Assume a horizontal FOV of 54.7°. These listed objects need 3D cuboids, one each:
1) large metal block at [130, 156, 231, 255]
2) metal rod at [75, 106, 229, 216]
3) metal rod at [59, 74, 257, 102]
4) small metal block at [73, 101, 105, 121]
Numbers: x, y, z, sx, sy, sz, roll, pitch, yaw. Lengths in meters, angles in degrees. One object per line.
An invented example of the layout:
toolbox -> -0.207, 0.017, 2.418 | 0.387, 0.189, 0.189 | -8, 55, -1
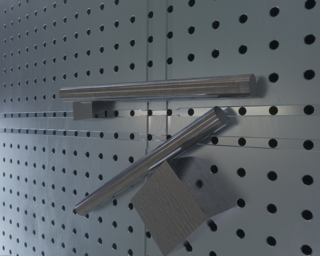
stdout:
large metal block -> 0.022, 0.092, 0.375 | 0.080, 0.050, 0.080 | -52, 60, 27
metal rod -> -0.030, 0.060, 0.434 | 0.299, 0.025, 0.025 | -37, 68, 34
metal rod -> -0.026, -0.049, 0.412 | 0.300, 0.025, 0.025 | 2, 91, 34
small metal block -> -0.117, -0.038, 0.506 | 0.050, 0.025, 0.050 | -5, 87, 40
